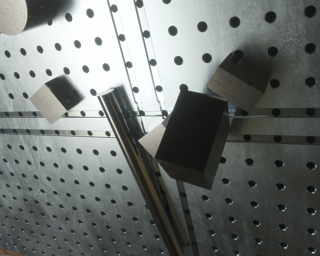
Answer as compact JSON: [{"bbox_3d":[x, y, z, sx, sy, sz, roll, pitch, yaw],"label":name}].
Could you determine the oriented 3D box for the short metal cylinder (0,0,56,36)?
[{"bbox_3d":[-0.179,-0.162,0.387,0.080,0.050,0.079,13,124,20],"label":"short metal cylinder"}]

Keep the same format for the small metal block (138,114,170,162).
[{"bbox_3d":[0.008,0.018,0.417,0.050,0.025,0.050,48,128,-6],"label":"small metal block"}]

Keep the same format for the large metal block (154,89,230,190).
[{"bbox_3d":[0.040,0.015,0.342,0.050,0.080,0.080,15,161,20],"label":"large metal block"}]

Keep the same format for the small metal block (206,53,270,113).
[{"bbox_3d":[0.082,-0.048,0.321,0.050,0.050,0.025,33,126,6],"label":"small metal block"}]

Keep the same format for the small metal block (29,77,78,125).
[{"bbox_3d":[-0.162,-0.040,0.469,0.050,0.025,0.050,-30,102,37],"label":"small metal block"}]

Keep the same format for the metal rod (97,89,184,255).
[{"bbox_3d":[-0.023,0.081,0.471,0.025,0.025,0.298,-8,115,31],"label":"metal rod"}]
